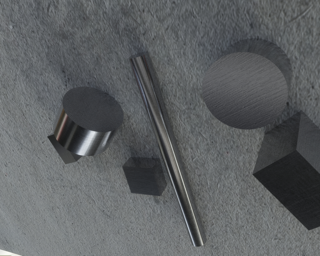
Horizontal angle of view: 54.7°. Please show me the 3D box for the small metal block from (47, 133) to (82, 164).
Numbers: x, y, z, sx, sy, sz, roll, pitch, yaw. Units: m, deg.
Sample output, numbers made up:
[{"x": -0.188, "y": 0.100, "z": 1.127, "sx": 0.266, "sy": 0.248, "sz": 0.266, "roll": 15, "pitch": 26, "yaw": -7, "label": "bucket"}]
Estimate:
[{"x": -0.133, "y": 0.019, "z": 0.470, "sx": 0.025, "sy": 0.050, "sz": 0.050, "roll": -16, "pitch": 110, "yaw": 34, "label": "small metal block"}]

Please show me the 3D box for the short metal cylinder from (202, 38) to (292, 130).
[{"x": 0.089, "y": -0.045, "z": 0.315, "sx": 0.080, "sy": 0.050, "sz": 0.079, "roll": 13, "pitch": 124, "yaw": 20, "label": "short metal cylinder"}]

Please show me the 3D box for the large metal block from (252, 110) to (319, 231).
[{"x": 0.149, "y": 0.041, "z": 0.318, "sx": 0.080, "sy": 0.080, "sz": 0.050, "roll": 45, "pitch": 129, "yaw": -3, "label": "large metal block"}]

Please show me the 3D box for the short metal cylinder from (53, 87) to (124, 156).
[{"x": -0.096, "y": -0.010, "z": 0.414, "sx": 0.080, "sy": 0.080, "sz": 0.050, "roll": 37, "pitch": 129, "yaw": 3, "label": "short metal cylinder"}]

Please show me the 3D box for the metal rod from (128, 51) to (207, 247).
[{"x": 0.017, "y": 0.044, "z": 0.423, "sx": 0.025, "sy": 0.025, "sz": 0.298, "roll": -4, "pitch": 117, "yaw": 30, "label": "metal rod"}]

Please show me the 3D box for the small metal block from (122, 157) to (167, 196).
[{"x": -0.022, "y": 0.072, "z": 0.461, "sx": 0.050, "sy": 0.025, "sz": 0.050, "roll": 0, "pitch": 118, "yaw": 28, "label": "small metal block"}]
